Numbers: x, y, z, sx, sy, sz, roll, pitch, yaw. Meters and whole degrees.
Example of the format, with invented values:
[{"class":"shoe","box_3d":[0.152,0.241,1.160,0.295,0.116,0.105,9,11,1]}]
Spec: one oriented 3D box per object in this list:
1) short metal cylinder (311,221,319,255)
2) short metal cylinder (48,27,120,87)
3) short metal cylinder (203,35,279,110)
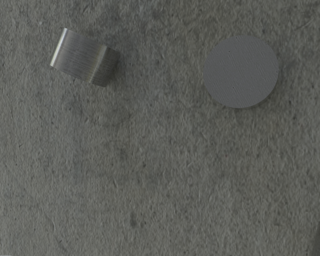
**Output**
[{"class":"short metal cylinder","box_3d":[0.197,0.133,0.310,0.080,0.080,0.050,12,94,19]},{"class":"short metal cylinder","box_3d":[-0.100,-0.094,0.414,0.080,0.080,0.050,27,99,17]},{"class":"short metal cylinder","box_3d":[0.095,-0.062,0.362,0.080,0.050,0.079,0,90,19]}]
